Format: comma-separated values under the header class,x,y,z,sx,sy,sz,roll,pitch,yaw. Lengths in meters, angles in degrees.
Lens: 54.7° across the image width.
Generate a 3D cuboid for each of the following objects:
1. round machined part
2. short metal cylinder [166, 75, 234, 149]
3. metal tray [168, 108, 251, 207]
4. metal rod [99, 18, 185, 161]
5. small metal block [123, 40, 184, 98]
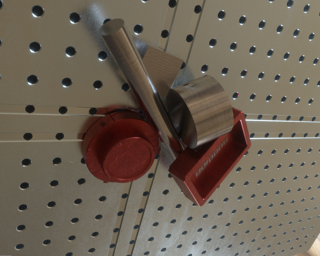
class,x,y,z,sx,sy,sz,roll,pitch,yaw
round machined part,-0.045,0.031,0.395,0.099,0.042,0.097,-14,125,-21
short metal cylinder,0.048,-0.021,0.391,0.050,0.080,0.080,-23,127,-15
metal tray,0.078,0.041,0.450,0.130,0.030,0.090,-47,139,-16
metal rod,0.004,-0.002,0.392,0.025,0.025,0.299,-35,137,-6
small metal block,-0.008,-0.069,0.366,0.050,0.025,0.050,14,111,-34
